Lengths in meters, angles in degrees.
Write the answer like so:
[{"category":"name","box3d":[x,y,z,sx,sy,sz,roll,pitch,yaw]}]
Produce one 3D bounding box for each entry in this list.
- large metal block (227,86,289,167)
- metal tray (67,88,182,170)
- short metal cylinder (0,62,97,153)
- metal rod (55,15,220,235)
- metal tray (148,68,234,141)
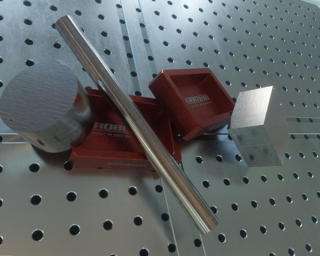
[{"category":"large metal block","box3d":[0.145,-0.001,0.448,0.080,0.050,0.080,55,45,-30]},{"category":"metal tray","box3d":[-0.043,0.003,0.379,0.131,0.030,0.090,6,59,-25]},{"category":"short metal cylinder","box3d":[-0.113,-0.021,0.321,0.080,0.050,0.080,-4,63,9]},{"category":"metal rod","box3d":[-0.032,-0.011,0.359,0.025,0.025,0.299,-28,77,-37]},{"category":"metal tray","box3d":[0.054,-0.039,0.433,0.131,0.030,0.090,-16,70,-52]}]
